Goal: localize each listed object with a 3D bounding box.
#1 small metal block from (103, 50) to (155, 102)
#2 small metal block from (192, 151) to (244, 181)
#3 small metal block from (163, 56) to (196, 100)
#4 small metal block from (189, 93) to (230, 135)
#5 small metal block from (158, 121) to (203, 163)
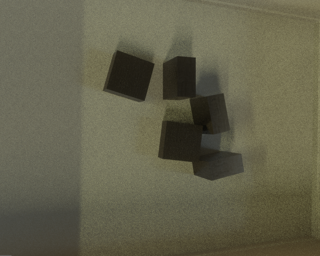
[{"bbox_3d":[-0.040,-0.065,0.396,0.050,0.025,0.050,16,85,-20],"label":"small metal block"},{"bbox_3d":[0.079,0.051,0.428,0.050,0.050,0.025,-11,94,-20],"label":"small metal block"},{"bbox_3d":[0.024,-0.064,0.407,0.025,0.050,0.050,0,90,-20],"label":"small metal block"},{"bbox_3d":[0.067,-0.019,0.423,0.025,0.050,0.050,-13,95,-20],"label":"small metal block"},{"bbox_3d":[0.027,0.018,0.419,0.050,0.025,0.050,8,88,-14],"label":"small metal block"}]
